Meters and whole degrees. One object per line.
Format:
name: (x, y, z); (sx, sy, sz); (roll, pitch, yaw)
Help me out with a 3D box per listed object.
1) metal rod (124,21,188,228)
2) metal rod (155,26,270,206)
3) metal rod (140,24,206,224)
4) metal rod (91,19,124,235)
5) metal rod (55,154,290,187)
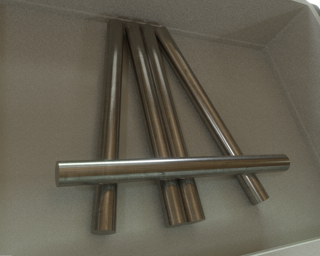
metal rod: (-0.012, -0.022, 0.411); (0.025, 0.025, 0.299); (1, 61, -28)
metal rod: (0.068, -0.028, 0.457); (0.025, 0.025, 0.299); (-17, 71, -35)
metal rod: (0.009, -0.023, 0.423); (0.025, 0.025, 0.299); (1, 61, -28)
metal rod: (-0.061, -0.024, 0.386); (0.025, 0.025, 0.299); (12, 57, -22)
metal rod: (0.037, 0.046, 0.362); (0.303, 0.025, 0.025); (1, 61, -28)
